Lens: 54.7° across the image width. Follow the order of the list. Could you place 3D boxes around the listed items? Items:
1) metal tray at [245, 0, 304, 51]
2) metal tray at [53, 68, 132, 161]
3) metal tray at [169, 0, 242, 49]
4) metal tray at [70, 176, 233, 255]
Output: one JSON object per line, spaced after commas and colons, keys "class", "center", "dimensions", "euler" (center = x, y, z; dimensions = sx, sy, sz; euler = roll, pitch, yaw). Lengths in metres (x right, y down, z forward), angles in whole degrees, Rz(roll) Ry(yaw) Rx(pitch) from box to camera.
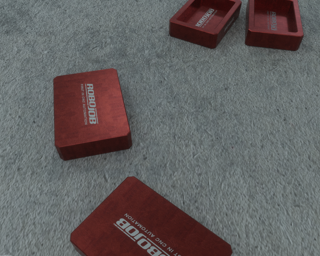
{"class": "metal tray", "center": [0.205, -0.196, 0.565], "dimensions": [0.090, 0.030, 0.130], "euler": [9, 50, 7]}
{"class": "metal tray", "center": [-0.094, -0.024, 0.419], "dimensions": [0.091, 0.030, 0.130], "euler": [-10, 51, -9]}
{"class": "metal tray", "center": [0.085, -0.204, 0.571], "dimensions": [0.090, 0.030, 0.130], "euler": [23, 54, 18]}
{"class": "metal tray", "center": [-0.009, 0.117, 0.301], "dimensions": [0.130, 0.030, 0.090], "euler": [31, 56, 23]}
